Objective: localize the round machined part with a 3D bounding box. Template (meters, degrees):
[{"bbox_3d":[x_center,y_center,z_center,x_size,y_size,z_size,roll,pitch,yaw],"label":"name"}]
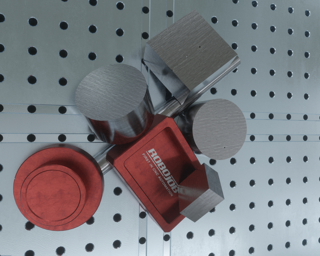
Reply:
[{"bbox_3d":[-0.114,0.070,0.348,0.099,0.042,0.097,-1,96,-5],"label":"round machined part"}]

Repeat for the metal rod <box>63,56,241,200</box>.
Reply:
[{"bbox_3d":[-0.005,-0.009,0.412,0.301,0.025,0.025,-39,103,-15],"label":"metal rod"}]

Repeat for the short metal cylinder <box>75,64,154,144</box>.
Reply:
[{"bbox_3d":[-0.050,-0.028,0.359,0.080,0.050,0.080,-5,57,7],"label":"short metal cylinder"}]

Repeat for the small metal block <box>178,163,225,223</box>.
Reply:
[{"bbox_3d":[0.049,0.080,0.387,0.025,0.050,0.050,37,113,-19],"label":"small metal block"}]

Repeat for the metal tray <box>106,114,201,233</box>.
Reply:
[{"bbox_3d":[0.004,0.058,0.396,0.090,0.030,0.130,-39,115,-15],"label":"metal tray"}]

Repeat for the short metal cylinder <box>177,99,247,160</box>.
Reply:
[{"bbox_3d":[0.070,0.002,0.424,0.081,0.050,0.079,0,90,-20],"label":"short metal cylinder"}]

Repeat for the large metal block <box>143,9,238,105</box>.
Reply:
[{"bbox_3d":[0.037,-0.090,0.400,0.080,0.050,0.080,-39,83,-16],"label":"large metal block"}]
